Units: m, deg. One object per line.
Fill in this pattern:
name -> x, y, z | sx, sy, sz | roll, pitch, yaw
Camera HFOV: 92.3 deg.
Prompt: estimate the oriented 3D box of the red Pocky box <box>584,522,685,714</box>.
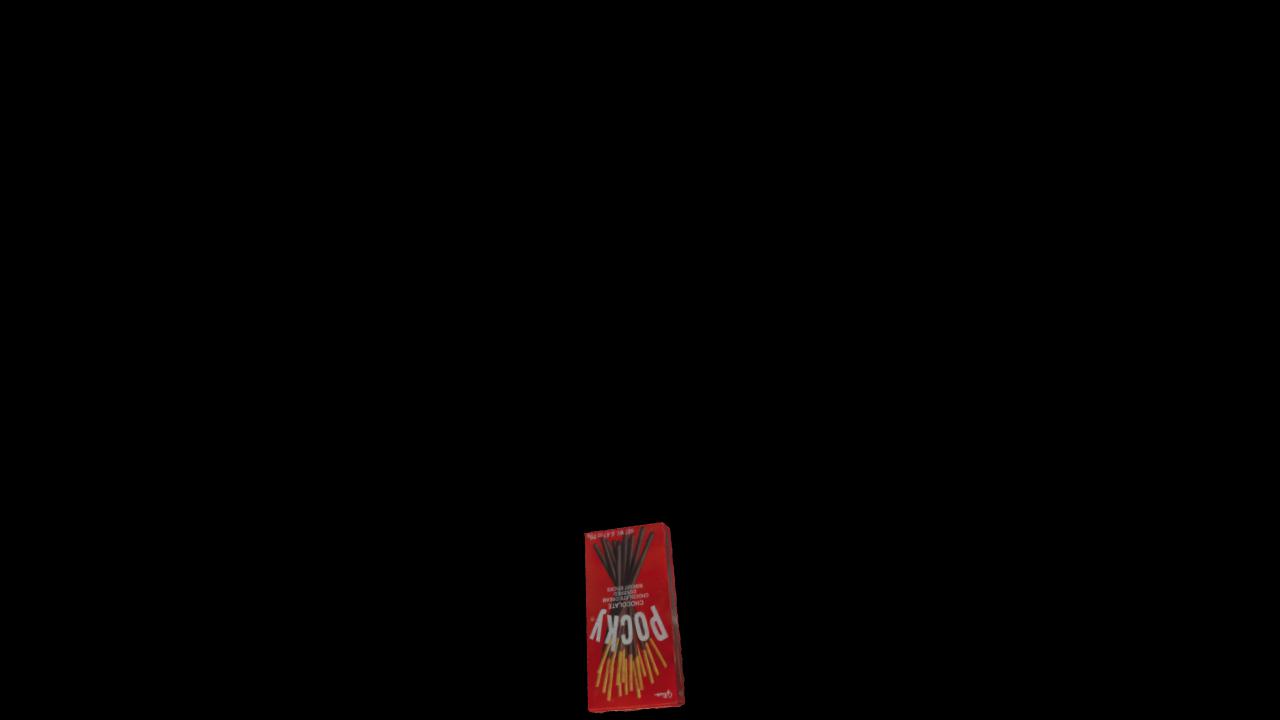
red Pocky box -> -0.007, 0.231, 0.560 | 0.083, 0.155, 0.028 | -12, -31, 13
